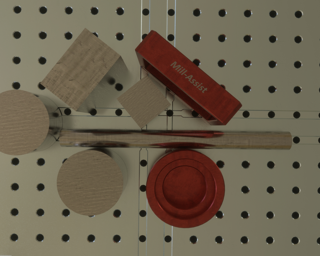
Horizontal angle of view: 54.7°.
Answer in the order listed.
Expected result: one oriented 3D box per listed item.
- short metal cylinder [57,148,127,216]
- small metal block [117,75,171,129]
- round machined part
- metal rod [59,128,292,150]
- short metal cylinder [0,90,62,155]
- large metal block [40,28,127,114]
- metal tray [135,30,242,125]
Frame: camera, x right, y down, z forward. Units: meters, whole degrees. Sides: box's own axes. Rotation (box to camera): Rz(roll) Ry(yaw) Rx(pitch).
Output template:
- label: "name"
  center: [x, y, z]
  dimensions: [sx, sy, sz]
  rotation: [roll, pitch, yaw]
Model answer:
- label: "short metal cylinder"
  center: [-0.085, 0.066, 0.400]
  dimensions: [0.081, 0.050, 0.080]
  rotation: [0, 90, 0]
- label: "small metal block"
  center: [-0.021, -0.034, 0.413]
  dimensions: [0.050, 0.025, 0.050]
  rotation: [-39, 90, 0]
- label: "round machined part"
  center: [0.032, 0.076, 0.405]
  dimensions: [0.099, 0.042, 0.097]
  rotation: [0, 90, 0]
- label: "metal rod"
  center: [0.021, 0.015, 0.413]
  dimensions: [0.302, 0.025, 0.025]
  rotation: [1, 90, 0]
- label: "short metal cylinder"
  center: [-0.174, -0.007, 0.399]
  dimensions: [0.081, 0.050, 0.080]
  rotation: [0, 90, 0]
- label: "large metal block"
  center: [-0.089, -0.066, 0.385]
  dimensions: [0.050, 0.080, 0.080]
  rotation: [39, 90, -1]
- label: "metal tray"
  center: [0.032, -0.056, 0.380]
  dimensions: [0.130, 0.090, 0.030]
  rotation: [40, 90, 0]
